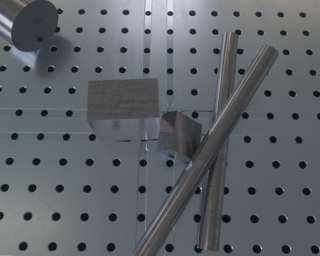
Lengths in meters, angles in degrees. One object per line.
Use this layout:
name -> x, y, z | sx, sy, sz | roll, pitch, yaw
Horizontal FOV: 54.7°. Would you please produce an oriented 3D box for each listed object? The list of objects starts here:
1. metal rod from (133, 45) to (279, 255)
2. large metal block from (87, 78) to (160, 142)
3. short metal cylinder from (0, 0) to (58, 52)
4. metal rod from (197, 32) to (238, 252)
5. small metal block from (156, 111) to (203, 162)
metal rod -> 0.060, 0.025, 0.378 | 0.025, 0.025, 0.300 | 32, 82, 11
large metal block -> -0.042, -0.020, 0.389 | 0.081, 0.080, 0.050 | -2, 70, -1
short metal cylinder -> -0.193, -0.155, 0.438 | 0.050, 0.080, 0.080 | 37, 74, 12
metal rod -> 0.080, 0.003, 0.410 | 0.025, 0.025, 0.299 | 9, 70, 3
small metal block -> 0.026, 0.012, 0.393 | 0.050, 0.025, 0.050 | 27, 65, -39
